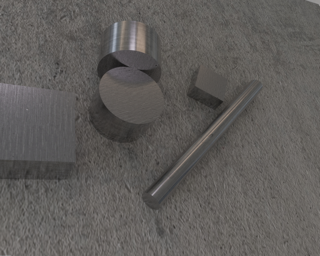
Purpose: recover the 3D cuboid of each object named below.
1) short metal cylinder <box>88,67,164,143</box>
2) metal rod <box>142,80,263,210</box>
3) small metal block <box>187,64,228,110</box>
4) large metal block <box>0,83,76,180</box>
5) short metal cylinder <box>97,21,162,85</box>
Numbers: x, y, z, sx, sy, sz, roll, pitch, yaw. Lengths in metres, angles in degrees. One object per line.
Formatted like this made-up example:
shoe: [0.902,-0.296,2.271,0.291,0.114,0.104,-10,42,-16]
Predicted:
short metal cylinder: [-0.042,-0.028,0.382,0.081,0.050,0.080,13,56,-21]
metal rod: [0.078,0.005,0.442,0.025,0.025,0.302,46,51,3]
small metal block: [0.074,-0.064,0.483,0.050,0.025,0.050,27,52,-12]
large metal block: [-0.132,0.006,0.313,0.081,0.050,0.080,5,59,-26]
short metal cylinder: [-0.039,-0.091,0.403,0.081,0.080,0.050,12,57,-22]
